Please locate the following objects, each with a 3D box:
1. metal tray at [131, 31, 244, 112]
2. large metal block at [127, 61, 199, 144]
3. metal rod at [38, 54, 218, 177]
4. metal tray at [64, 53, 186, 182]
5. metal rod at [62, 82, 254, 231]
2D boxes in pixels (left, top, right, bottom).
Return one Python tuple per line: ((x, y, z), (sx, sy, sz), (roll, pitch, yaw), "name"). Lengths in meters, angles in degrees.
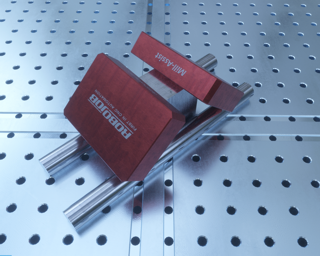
((0.035, -0.071, 0.397), (0.130, 0.030, 0.090), (39, 16, 27), "metal tray")
((0.001, -0.028, 0.394), (0.080, 0.080, 0.050), (-35, 59, -26), "large metal block")
((-0.027, -0.031, 0.433), (0.302, 0.025, 0.025), (-35, 59, -26), "metal rod")
((-0.045, -0.014, 0.349), (0.130, 0.030, 0.090), (43, 105, 29), "metal tray")
((0.016, 0.021, 0.391), (0.302, 0.025, 0.025), (-34, 58, -26), "metal rod")
